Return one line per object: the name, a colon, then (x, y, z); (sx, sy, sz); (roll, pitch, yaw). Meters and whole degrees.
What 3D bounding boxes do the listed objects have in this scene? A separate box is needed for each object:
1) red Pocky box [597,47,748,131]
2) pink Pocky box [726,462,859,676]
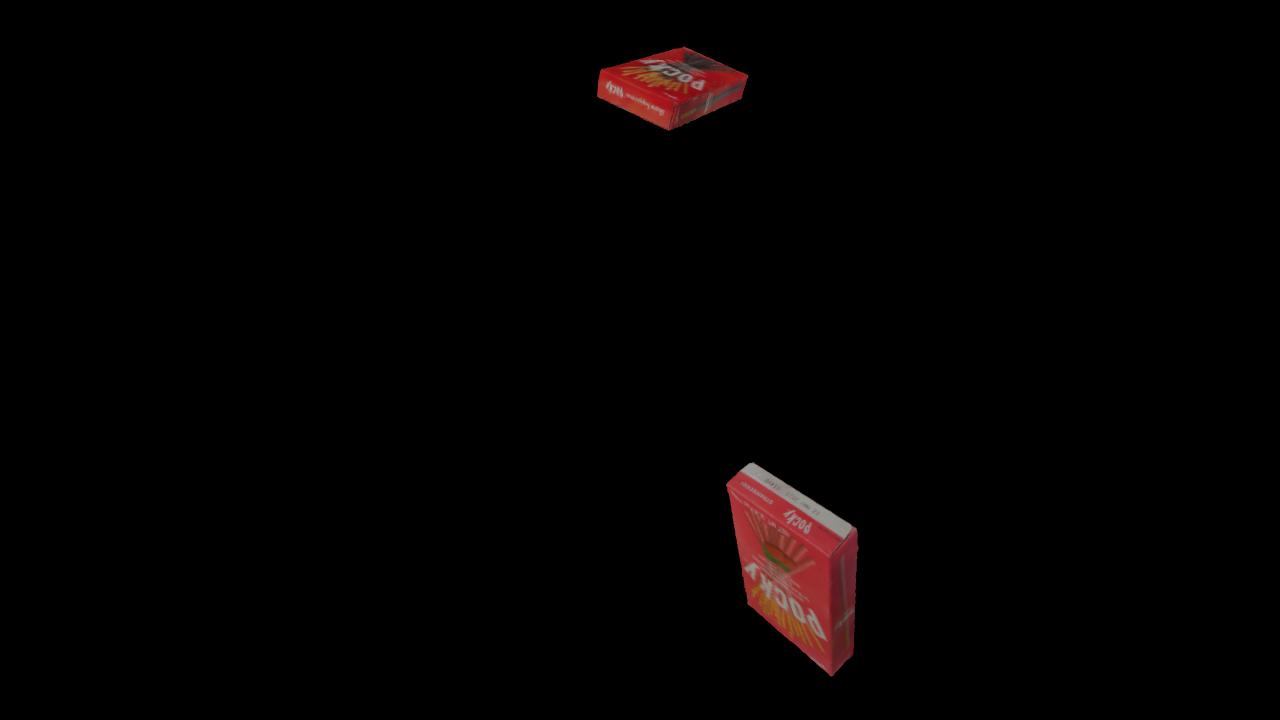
red Pocky box: (0.036, -0.264, 0.589); (0.083, 0.028, 0.155); (32, 44, 15)
pink Pocky box: (0.106, 0.148, 0.427); (0.029, 0.155, 0.084); (-35, 42, -24)
